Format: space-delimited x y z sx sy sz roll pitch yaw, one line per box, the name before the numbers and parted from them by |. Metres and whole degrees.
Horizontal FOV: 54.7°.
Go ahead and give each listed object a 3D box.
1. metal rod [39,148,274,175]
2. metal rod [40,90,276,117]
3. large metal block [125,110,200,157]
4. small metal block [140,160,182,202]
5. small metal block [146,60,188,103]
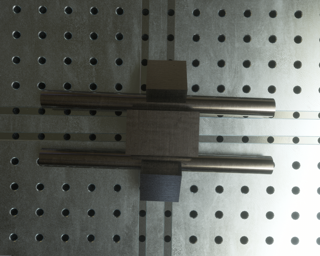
metal rod | -0.004 0.044 0.410 0.302 0.025 0.025 2 90 -1
metal rod | -0.002 -0.032 0.409 0.302 0.025 0.025 2 90 -1
large metal block | 0.003 0.006 0.381 0.081 0.080 0.050 2 90 0
small metal block | 0.001 0.068 0.398 0.050 0.025 0.050 3 128 -1
small metal block | 0.008 -0.060 0.398 0.050 0.025 0.050 1 56 -1
